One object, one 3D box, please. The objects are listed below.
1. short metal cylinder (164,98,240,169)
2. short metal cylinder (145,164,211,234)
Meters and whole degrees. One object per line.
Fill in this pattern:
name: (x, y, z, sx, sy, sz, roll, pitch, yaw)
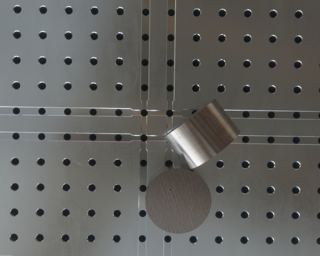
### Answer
short metal cylinder: (0.052, 0.007, 0.386, 0.080, 0.080, 0.050, -37, 90, 0)
short metal cylinder: (0.022, 0.089, 0.401, 0.081, 0.050, 0.079, 0, 90, 0)
